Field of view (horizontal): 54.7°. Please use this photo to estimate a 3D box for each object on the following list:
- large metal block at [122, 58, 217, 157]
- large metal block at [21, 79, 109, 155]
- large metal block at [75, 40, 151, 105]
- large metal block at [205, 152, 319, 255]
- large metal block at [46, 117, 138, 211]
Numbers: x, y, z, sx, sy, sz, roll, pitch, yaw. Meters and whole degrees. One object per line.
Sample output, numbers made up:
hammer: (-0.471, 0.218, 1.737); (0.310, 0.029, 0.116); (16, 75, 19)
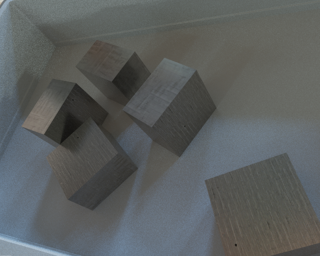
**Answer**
large metal block: (0.015, -0.023, 0.376); (0.050, 0.080, 0.080); (30, 78, 37)
large metal block: (-0.133, -0.012, 0.445); (0.050, 0.080, 0.080); (14, 69, 33)
large metal block: (-0.058, -0.073, 0.444); (0.080, 0.080, 0.050); (26, 76, 36)
large metal block: (0.097, 0.080, 0.289); (0.080, 0.050, 0.080); (-22, 54, 14)
large metal block: (-0.090, 0.046, 0.407); (0.080, 0.050, 0.080); (-43, 51, -2)
